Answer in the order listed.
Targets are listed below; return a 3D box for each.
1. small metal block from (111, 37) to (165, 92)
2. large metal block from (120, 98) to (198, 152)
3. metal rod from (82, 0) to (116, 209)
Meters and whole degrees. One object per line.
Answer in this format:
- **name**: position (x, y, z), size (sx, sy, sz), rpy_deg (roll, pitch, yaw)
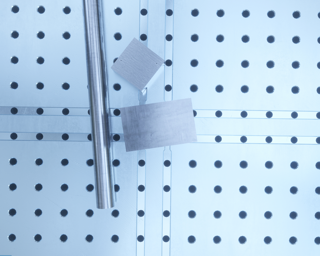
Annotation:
- **small metal block**: position (-0.029, -0.083, 0.413), size (0.050, 0.025, 0.050), rpy_deg (38, 90, -1)
- **large metal block**: position (-0.002, -0.004, 0.386), size (0.081, 0.080, 0.050), rpy_deg (-8, 90, 0)
- **metal rod**: position (-0.082, -0.044, 0.412), size (0.025, 0.025, 0.298), rpy_deg (-4, 90, -1)
